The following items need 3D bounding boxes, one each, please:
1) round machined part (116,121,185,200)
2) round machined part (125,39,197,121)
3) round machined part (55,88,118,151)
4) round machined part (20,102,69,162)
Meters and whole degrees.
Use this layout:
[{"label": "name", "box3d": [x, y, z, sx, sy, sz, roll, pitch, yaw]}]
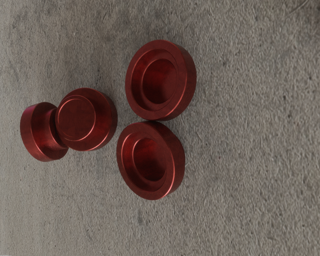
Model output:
[{"label": "round machined part", "box3d": [-0.007, 0.038, 0.393, 0.098, 0.042, 0.097, 11, 107, 39]}, {"label": "round machined part", "box3d": [0.005, -0.057, 0.388, 0.098, 0.042, 0.097, -2, 86, 39]}, {"label": "round machined part", "box3d": [-0.118, -0.013, 0.470, 0.098, 0.042, 0.097, -1, 86, 17]}, {"label": "round machined part", "box3d": [-0.177, 0.004, 0.509, 0.042, 0.098, 0.098, -13, 81, 17]}]
